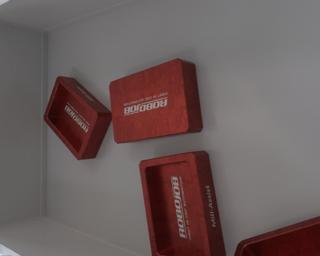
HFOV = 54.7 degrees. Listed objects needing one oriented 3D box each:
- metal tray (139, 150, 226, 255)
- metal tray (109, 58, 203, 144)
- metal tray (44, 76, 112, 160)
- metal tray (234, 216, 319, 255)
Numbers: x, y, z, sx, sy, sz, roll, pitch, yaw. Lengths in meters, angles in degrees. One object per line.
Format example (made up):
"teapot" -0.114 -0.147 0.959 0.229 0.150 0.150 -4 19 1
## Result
"metal tray" 0.024 0.098 0.383 0.090 0.030 0.129 -15 81 39
"metal tray" -0.010 -0.031 0.412 0.130 0.030 0.090 -11 83 39
"metal tray" -0.142 -0.019 0.520 0.130 0.030 0.089 40 114 32
"metal tray" 0.118 0.121 0.263 0.130 0.090 0.030 -34 94 34
